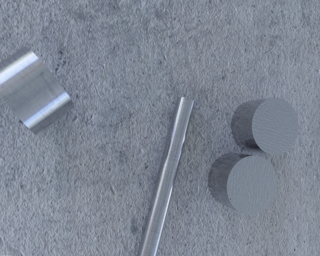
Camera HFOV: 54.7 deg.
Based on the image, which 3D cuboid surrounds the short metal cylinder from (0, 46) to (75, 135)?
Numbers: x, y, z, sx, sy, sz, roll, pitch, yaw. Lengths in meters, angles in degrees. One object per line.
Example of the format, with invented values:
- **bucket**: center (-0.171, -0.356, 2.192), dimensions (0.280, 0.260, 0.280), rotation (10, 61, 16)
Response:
- **short metal cylinder**: center (-0.138, -0.038, 0.329), dimensions (0.050, 0.080, 0.080), rotation (-41, 103, -15)

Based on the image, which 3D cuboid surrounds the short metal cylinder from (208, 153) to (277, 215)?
- **short metal cylinder**: center (0.116, 0.077, 0.439), dimensions (0.081, 0.050, 0.080), rotation (0, 90, -20)

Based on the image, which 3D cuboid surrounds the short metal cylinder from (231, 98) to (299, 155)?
- **short metal cylinder**: center (0.152, -0.003, 0.452), dimensions (0.081, 0.050, 0.080), rotation (0, 90, -20)

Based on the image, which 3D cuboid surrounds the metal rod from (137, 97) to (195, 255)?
- **metal rod**: center (-0.001, 0.106, 0.408), dimensions (0.025, 0.025, 0.299), rotation (16, 85, -20)
